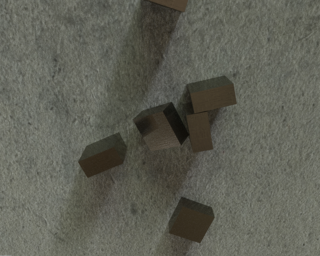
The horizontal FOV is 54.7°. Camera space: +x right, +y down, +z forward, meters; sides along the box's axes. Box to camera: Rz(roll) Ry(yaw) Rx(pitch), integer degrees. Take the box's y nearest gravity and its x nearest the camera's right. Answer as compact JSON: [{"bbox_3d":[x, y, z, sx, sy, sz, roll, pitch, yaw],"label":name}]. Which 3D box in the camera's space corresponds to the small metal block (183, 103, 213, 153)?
[{"bbox_3d":[0.048,-0.003,0.396,0.025,0.050,0.050,-11,110,3],"label":"small metal block"}]

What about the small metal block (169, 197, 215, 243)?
[{"bbox_3d":[0.046,0.137,0.461,0.050,0.025,0.050,21,109,-8],"label":"small metal block"}]

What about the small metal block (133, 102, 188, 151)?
[{"bbox_3d":[0.001,-0.001,0.398,0.050,0.025,0.050,-14,113,38],"label":"small metal block"}]

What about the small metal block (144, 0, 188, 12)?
[{"bbox_3d":[0.005,-0.148,0.342,0.050,0.050,0.025,16,109,-6],"label":"small metal block"}]

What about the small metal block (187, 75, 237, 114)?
[{"bbox_3d":[0.062,-0.042,0.382,0.050,0.050,0.025,-13,110,4],"label":"small metal block"}]

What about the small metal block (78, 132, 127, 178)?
[{"bbox_3d":[-0.074,0.034,0.408,0.050,0.050,0.025,-23,109,8],"label":"small metal block"}]
